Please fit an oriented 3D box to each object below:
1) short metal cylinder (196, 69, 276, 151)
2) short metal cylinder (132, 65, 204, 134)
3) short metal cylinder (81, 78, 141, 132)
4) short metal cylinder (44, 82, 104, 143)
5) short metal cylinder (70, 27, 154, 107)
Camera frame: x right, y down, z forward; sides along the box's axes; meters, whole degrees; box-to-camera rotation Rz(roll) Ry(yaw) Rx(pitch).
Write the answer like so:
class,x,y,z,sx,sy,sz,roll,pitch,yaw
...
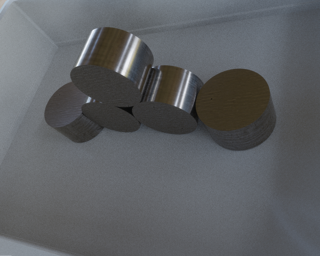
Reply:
class,x,y,z,sx,sy,sz,roll,pitch,yaw
short metal cylinder,0.087,-0.021,0.354,0.080,0.050,0.080,-13,56,21
short metal cylinder,0.012,-0.032,0.382,0.080,0.080,0.050,2,63,29
short metal cylinder,-0.059,-0.035,0.420,0.080,0.080,0.050,2,63,29
short metal cylinder,-0.125,-0.024,0.468,0.080,0.050,0.080,-13,56,21
short metal cylinder,-0.052,-0.066,0.348,0.080,0.080,0.050,2,63,29
